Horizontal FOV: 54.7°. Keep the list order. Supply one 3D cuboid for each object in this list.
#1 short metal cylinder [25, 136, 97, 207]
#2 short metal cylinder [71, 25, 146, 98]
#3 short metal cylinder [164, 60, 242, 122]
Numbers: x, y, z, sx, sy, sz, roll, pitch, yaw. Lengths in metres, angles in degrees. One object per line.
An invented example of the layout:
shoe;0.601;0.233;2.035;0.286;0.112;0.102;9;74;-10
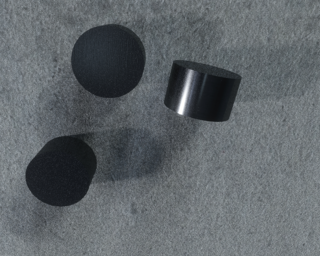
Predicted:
short metal cylinder;-0.130;0.057;0.416;0.081;0.050;0.079;0;110;-1
short metal cylinder;-0.058;-0.080;0.366;0.081;0.050;0.079;0;110;-1
short metal cylinder;0.049;-0.045;0.365;0.081;0.080;0.050;11;110;-5
